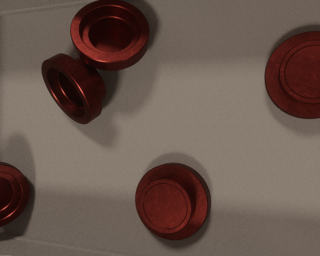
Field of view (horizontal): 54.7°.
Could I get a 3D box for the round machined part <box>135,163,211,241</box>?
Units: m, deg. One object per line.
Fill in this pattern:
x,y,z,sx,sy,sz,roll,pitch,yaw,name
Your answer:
0.013,0.095,0.396,0.098,0.042,0.097,0,90,19,round machined part

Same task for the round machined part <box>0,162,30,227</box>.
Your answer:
-0.254,0.098,0.469,0.042,0.099,0.097,13,95,54,round machined part

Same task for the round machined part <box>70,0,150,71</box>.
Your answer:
-0.064,-0.117,0.408,0.099,0.042,0.098,2,69,-5,round machined part

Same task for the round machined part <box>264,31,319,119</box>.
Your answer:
0.167,-0.059,0.343,0.098,0.042,0.097,0,90,19,round machined part

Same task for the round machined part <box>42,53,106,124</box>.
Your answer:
-0.112,-0.057,0.421,0.098,0.042,0.097,31,144,27,round machined part
